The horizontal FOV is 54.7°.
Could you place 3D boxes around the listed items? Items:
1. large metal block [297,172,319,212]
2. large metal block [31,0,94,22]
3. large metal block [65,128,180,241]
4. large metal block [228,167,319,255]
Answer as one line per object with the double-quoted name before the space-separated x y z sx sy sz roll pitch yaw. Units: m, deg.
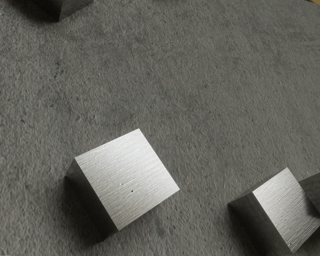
"large metal block" 0.243 0.104 0.436 0.080 0.080 0.050 20 54 -17
"large metal block" -0.144 -0.209 0.438 0.080 0.050 0.080 39 51 -2
"large metal block" -0.041 0.058 0.330 0.081 0.050 0.080 -26 76 -37
"large metal block" 0.150 0.109 0.402 0.081 0.050 0.080 -21 73 -36
